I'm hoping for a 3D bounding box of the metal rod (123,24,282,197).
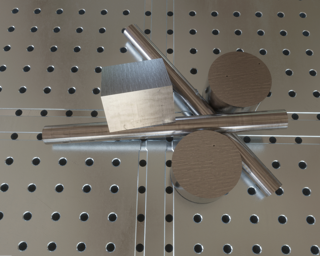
[{"bbox_3d":[0.048,-0.034,0.421,0.025,0.025,0.300,-36,74,-12],"label":"metal rod"}]

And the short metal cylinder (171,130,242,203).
[{"bbox_3d":[0.054,0.048,0.377,0.081,0.050,0.080,0,70,0],"label":"short metal cylinder"}]

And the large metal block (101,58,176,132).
[{"bbox_3d":[-0.029,-0.044,0.391,0.081,0.050,0.080,-9,36,-3],"label":"large metal block"}]

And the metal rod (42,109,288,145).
[{"bbox_3d":[0.002,0.000,0.390,0.302,0.025,0.025,-4,70,5],"label":"metal rod"}]

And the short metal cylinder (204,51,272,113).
[{"bbox_3d":[0.101,-0.055,0.416,0.081,0.050,0.080,0,70,0],"label":"short metal cylinder"}]
